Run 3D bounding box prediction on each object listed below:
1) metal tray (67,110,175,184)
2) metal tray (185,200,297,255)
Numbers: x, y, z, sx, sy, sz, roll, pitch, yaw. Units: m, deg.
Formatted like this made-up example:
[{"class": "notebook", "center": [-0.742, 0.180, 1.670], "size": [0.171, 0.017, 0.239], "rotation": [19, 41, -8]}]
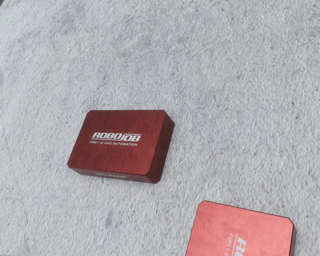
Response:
[{"class": "metal tray", "center": [-0.053, 0.021, 0.416], "size": [0.130, 0.030, 0.090], "rotation": [1, 62, 28]}, {"class": "metal tray", "center": [0.066, 0.140, 0.280], "size": [0.090, 0.030, 0.130], "rotation": [5, 64, 30]}]
